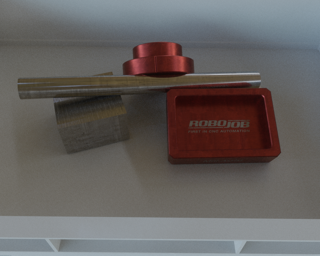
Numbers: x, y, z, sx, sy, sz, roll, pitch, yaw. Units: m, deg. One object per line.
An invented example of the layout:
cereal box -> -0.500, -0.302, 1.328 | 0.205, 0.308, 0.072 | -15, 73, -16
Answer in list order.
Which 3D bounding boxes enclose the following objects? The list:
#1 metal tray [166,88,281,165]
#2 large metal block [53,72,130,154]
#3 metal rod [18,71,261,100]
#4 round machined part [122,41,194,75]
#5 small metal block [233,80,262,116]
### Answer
metal tray -> 0.074, -0.003, 0.385 | 0.131, 0.030, 0.090 | -1, 69, -2
large metal block -> -0.090, -0.022, 0.403 | 0.081, 0.050, 0.080 | -14, 52, -12
metal rod -> -0.014, -0.056, 0.391 | 0.302, 0.025, 0.025 | -4, 50, -13
round machined part -> -0.003, -0.090, 0.429 | 0.099, 0.098, 0.042 | -3, 91, -3
small metal block -> 0.118, -0.045, 0.442 | 0.050, 0.025, 0.050 | -9, 51, -8
